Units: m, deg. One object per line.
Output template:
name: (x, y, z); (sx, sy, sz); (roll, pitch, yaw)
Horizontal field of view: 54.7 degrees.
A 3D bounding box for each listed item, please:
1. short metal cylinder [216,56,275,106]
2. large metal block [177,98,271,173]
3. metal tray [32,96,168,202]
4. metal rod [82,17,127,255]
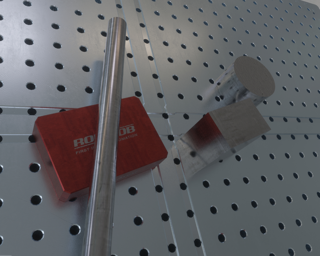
short metal cylinder: (0.141, -0.071, 0.511); (0.081, 0.050, 0.080); (14, 56, -21)
large metal block: (0.083, 0.010, 0.411); (0.081, 0.080, 0.050); (-19, 72, -35)
metal tray: (-0.066, 0.018, 0.358); (0.131, 0.030, 0.090); (-17, 71, -35)
metal rod: (-0.057, -0.014, 0.346); (0.025, 0.025, 0.299); (13, 56, -21)
